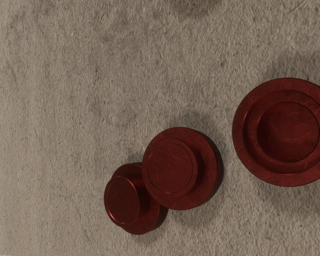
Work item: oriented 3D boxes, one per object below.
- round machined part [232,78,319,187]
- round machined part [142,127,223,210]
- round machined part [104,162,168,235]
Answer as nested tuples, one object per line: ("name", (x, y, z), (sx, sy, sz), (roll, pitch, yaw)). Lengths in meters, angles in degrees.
("round machined part", (0.123, 0.004, 0.292), (0.098, 0.042, 0.097), (0, 90, 39))
("round machined part", (0.020, 0.047, 0.362), (0.098, 0.042, 0.097), (-4, 81, 28))
("round machined part", (-0.039, 0.097, 0.424), (0.098, 0.042, 0.097), (0, 90, 39))
